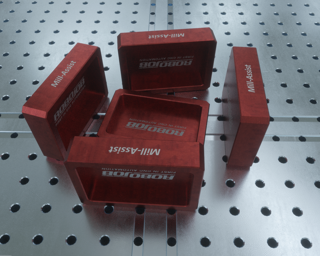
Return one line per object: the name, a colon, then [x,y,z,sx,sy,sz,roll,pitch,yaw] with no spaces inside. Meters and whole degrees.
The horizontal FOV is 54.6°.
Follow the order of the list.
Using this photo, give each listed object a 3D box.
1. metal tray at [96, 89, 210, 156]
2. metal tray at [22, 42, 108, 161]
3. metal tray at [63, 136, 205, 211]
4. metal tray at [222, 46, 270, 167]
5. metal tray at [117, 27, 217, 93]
metal tray: [-0.005,-0.003,0.406,0.131,0.030,0.090,9,50,7]
metal tray: [-0.111,-0.035,0.394,0.030,0.090,0.130,14,51,12]
metal tray: [-0.023,0.050,0.324,0.131,0.090,0.030,3,50,3]
metal tray: [0.103,-0.029,0.390,0.030,0.090,0.130,4,50,3]
metal tray: [0.009,-0.093,0.443,0.131,0.090,0.030,-5,50,-4]
